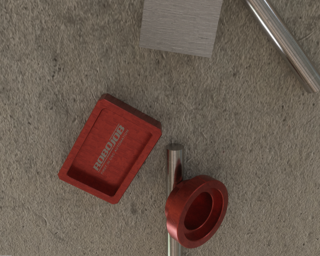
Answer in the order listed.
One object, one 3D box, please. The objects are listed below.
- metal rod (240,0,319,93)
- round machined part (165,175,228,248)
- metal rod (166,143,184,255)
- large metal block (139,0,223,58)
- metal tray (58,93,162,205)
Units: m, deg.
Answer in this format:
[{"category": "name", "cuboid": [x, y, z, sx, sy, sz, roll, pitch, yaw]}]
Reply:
[{"category": "metal rod", "cuboid": [0.099, -0.158, 0.352, 0.025, 0.025, 0.300, -39, 106, 13]}, {"category": "round machined part", "cuboid": [0.046, 0.109, 0.425, 0.099, 0.042, 0.097, -16, 115, -37]}, {"category": "metal rod", "cuboid": [0.022, 0.165, 0.471, 0.025, 0.025, 0.298, -1, 110, 0]}, {"category": "large metal block", "cuboid": [0.022, -0.128, 0.349, 0.081, 0.050, 0.079, 8, 110, -4]}, {"category": "metal tray", "cuboid": [-0.067, 0.030, 0.417, 0.090, 0.030, 0.129, 29, 107, -11]}]
